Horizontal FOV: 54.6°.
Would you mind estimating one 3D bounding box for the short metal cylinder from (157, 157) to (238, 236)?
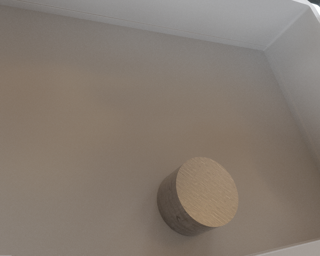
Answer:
[{"bbox_3d":[0.043,0.081,0.363,0.081,0.050,0.080,13,56,-21],"label":"short metal cylinder"}]
